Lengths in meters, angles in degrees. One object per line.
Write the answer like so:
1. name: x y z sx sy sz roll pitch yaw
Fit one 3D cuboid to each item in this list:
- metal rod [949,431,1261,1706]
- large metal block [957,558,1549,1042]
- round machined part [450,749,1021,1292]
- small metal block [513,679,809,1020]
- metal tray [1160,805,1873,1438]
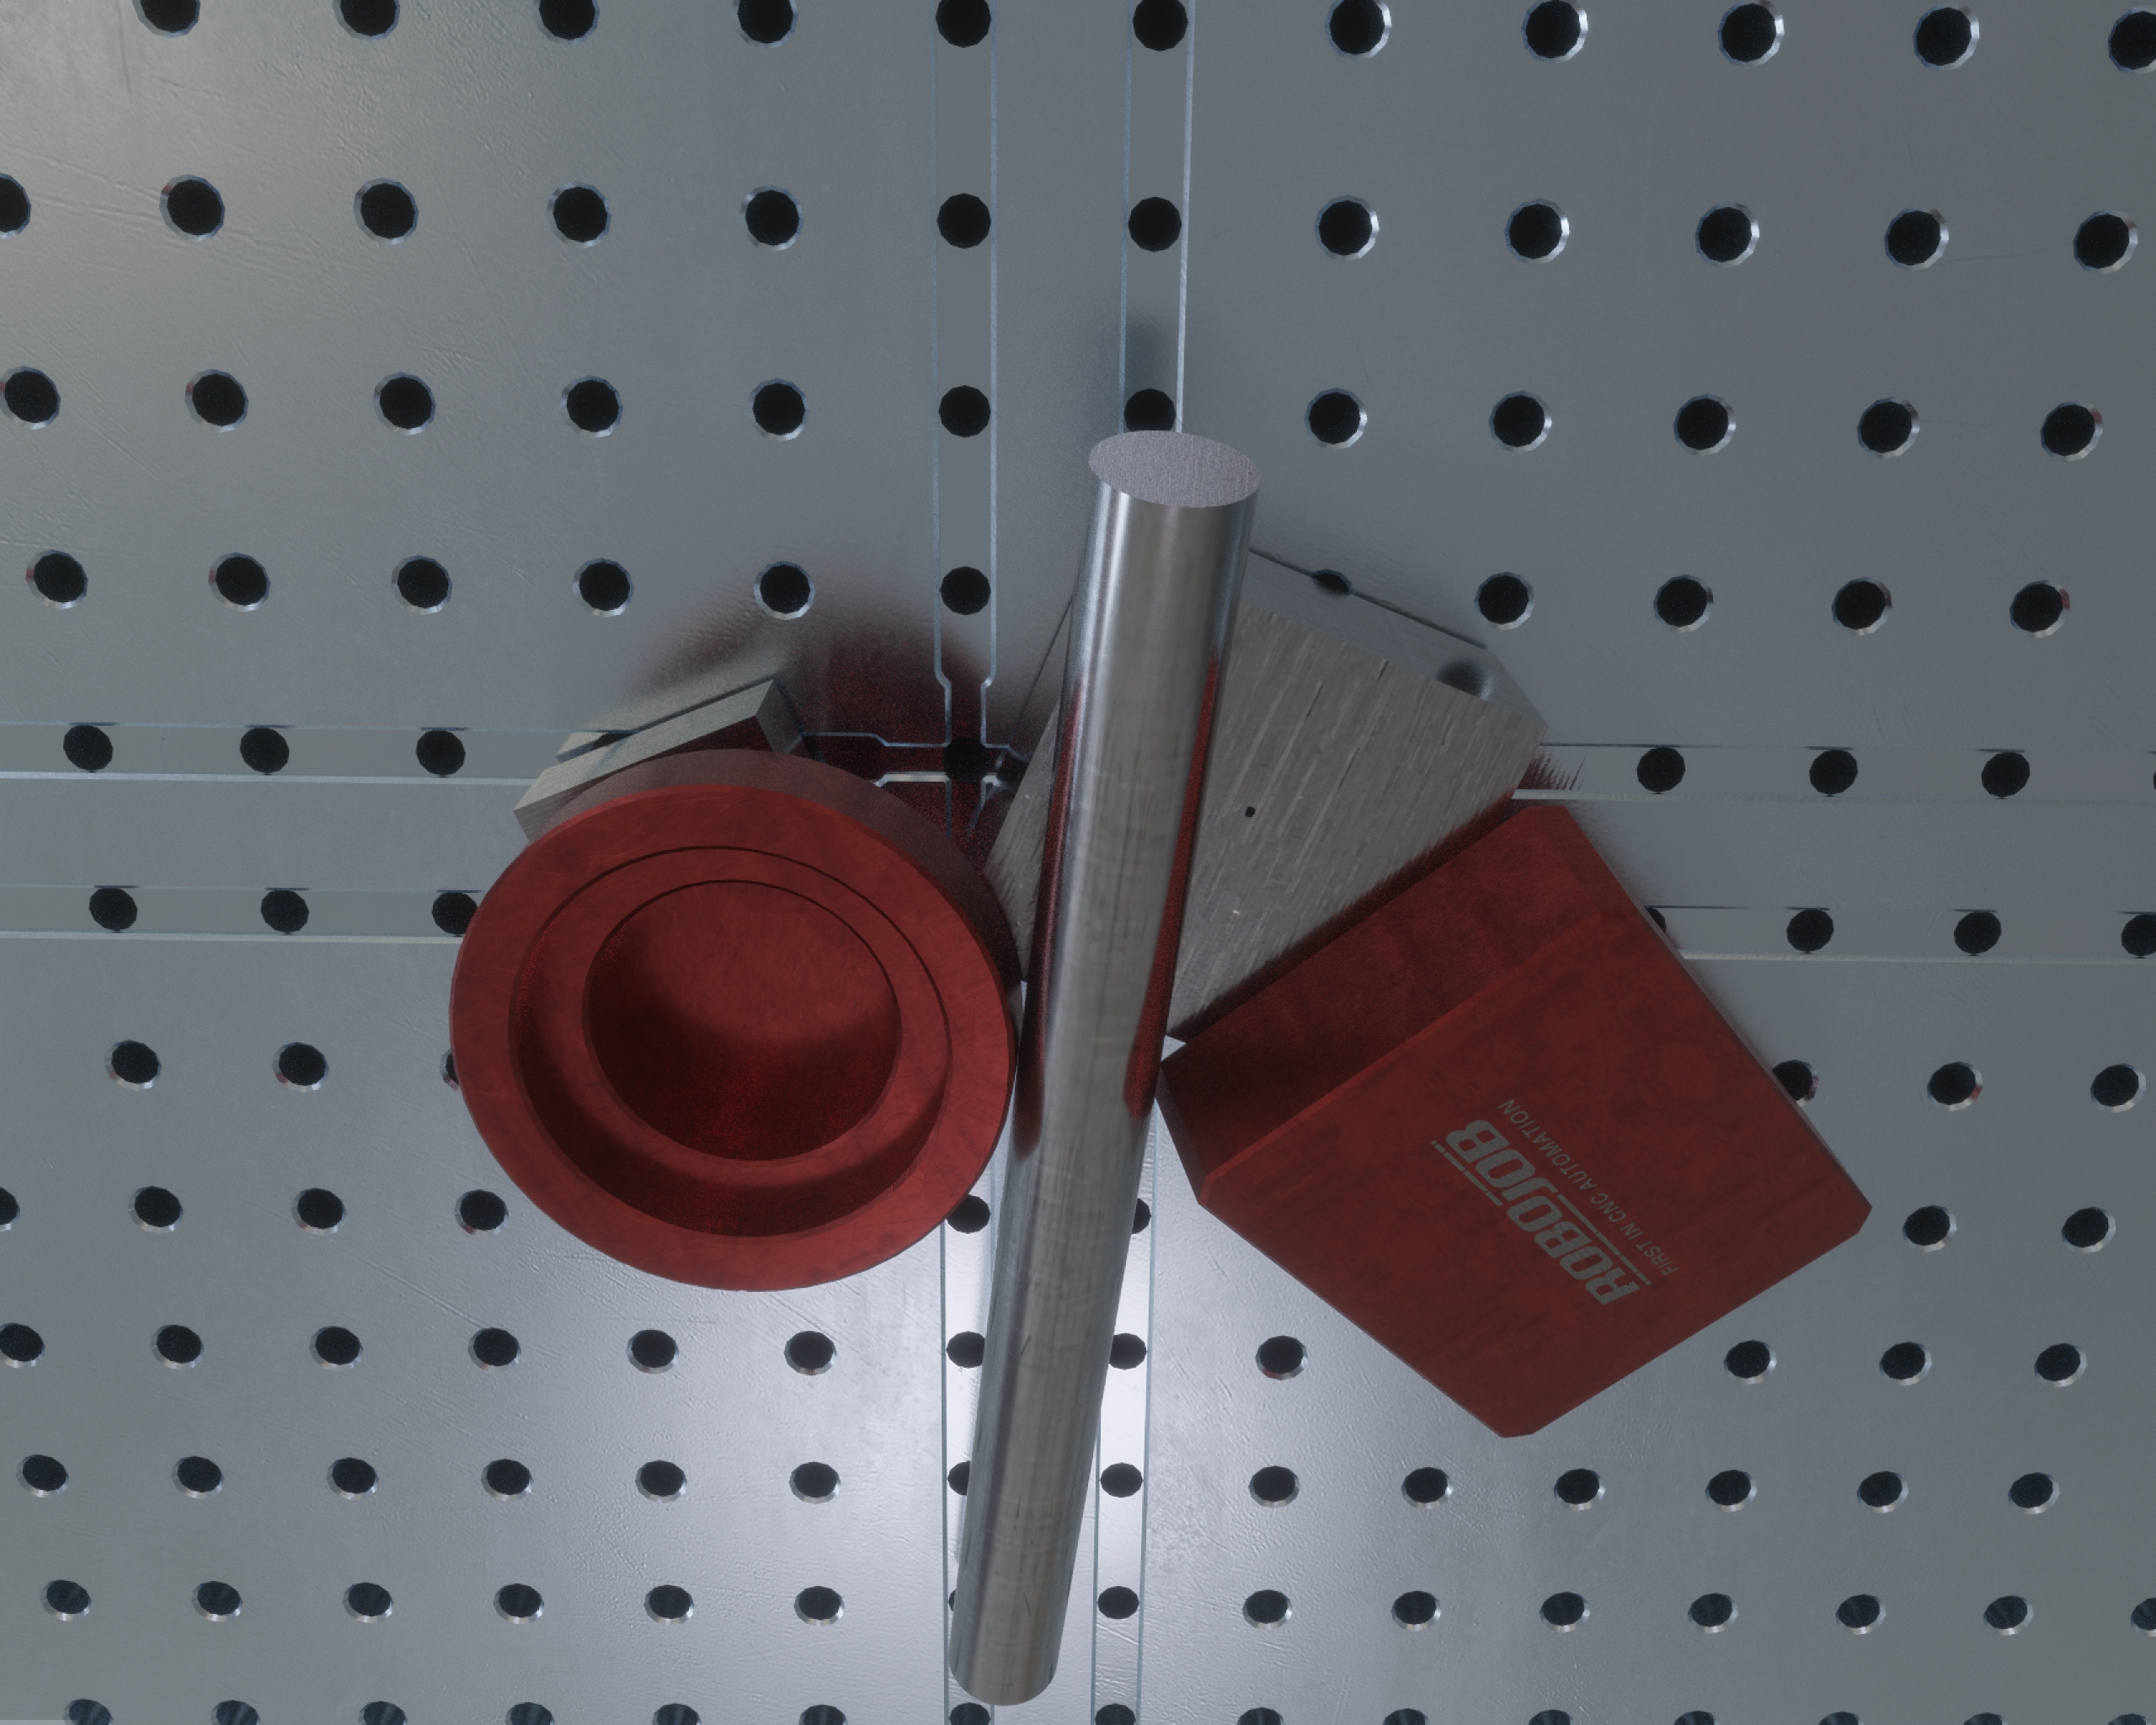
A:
1. metal rod: -0.001 0.062 0.390 0.025 0.025 0.298 6 126 -2
2. large metal block: 0.029 -0.012 0.392 0.080 0.050 0.079 22 109 -8
3. round machined part: -0.059 0.025 0.380 0.099 0.042 0.097 1 111 2
4. small metal block: -0.074 -0.001 0.409 0.050 0.025 0.050 -21 109 7
5. metal tray: 0.087 0.056 0.401 0.090 0.030 0.130 -36 131 13
